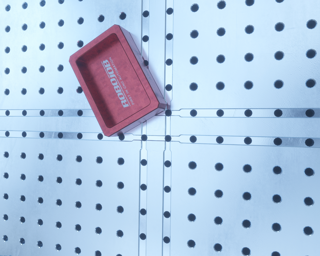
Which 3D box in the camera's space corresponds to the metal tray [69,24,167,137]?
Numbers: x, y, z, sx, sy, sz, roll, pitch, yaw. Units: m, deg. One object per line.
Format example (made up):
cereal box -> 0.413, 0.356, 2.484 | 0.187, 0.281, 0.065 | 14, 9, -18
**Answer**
metal tray -> -0.060, -0.064, 0.429 | 0.090, 0.030, 0.130 | -30, 81, 17
